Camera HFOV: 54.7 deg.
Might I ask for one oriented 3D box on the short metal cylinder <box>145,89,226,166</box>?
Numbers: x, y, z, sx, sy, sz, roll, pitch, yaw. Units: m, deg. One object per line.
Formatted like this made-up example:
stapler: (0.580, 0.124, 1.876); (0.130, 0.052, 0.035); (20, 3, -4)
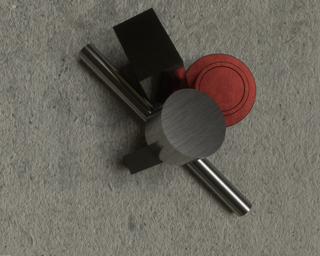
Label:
short metal cylinder: (0.029, 0.000, 0.362); (0.081, 0.050, 0.080); (7, 72, -22)

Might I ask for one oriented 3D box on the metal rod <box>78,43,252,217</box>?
metal rod: (0.007, 0.003, 0.412); (0.025, 0.025, 0.300); (-45, 91, 0)

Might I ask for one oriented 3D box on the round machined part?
round machined part: (0.077, -0.049, 0.403); (0.099, 0.042, 0.097); (0, 90, -1)

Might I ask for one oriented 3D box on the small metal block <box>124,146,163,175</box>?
small metal block: (-0.016, 0.036, 0.399); (0.050, 0.050, 0.025); (-21, 90, -1)

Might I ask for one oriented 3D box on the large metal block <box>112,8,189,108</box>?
large metal block: (-0.008, -0.079, 0.373); (0.050, 0.080, 0.080); (-26, 68, 1)
